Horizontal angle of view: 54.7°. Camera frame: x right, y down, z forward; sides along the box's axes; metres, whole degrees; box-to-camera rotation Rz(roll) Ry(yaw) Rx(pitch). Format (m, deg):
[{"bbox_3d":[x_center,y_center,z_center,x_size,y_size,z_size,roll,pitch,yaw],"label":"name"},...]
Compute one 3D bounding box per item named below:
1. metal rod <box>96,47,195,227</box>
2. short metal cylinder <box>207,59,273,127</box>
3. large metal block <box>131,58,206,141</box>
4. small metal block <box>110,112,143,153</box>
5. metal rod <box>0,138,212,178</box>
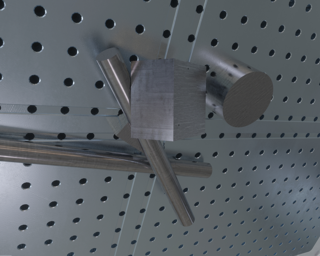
[{"bbox_3d":[-0.005,0.036,0.397,0.025,0.025,0.299,-30,128,-9],"label":"metal rod"},{"bbox_3d":[0.105,-0.048,0.423,0.081,0.050,0.079,-14,124,-21],"label":"short metal cylinder"},{"bbox_3d":[0.012,-0.031,0.344,0.080,0.050,0.079,-8,100,-59],"label":"large metal block"},{"bbox_3d":[-0.026,-0.003,0.395,0.050,0.025,0.050,-48,129,5],"label":"small metal block"},{"bbox_3d":[-0.050,0.045,0.411,0.302,0.025,0.025,10,113,-33],"label":"metal rod"}]
